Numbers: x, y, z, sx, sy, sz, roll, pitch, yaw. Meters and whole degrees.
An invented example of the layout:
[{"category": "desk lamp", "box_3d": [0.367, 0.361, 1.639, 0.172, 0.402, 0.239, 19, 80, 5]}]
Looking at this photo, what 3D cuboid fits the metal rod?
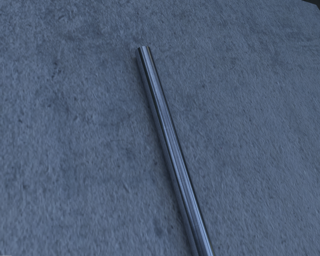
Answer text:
[{"category": "metal rod", "box_3d": [0.013, 0.018, 0.401, 0.025, 0.025, 0.299, -2, 63, -30]}]
